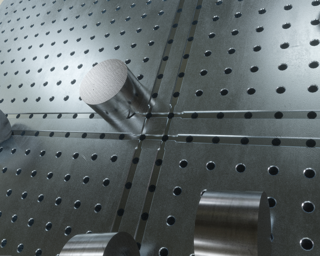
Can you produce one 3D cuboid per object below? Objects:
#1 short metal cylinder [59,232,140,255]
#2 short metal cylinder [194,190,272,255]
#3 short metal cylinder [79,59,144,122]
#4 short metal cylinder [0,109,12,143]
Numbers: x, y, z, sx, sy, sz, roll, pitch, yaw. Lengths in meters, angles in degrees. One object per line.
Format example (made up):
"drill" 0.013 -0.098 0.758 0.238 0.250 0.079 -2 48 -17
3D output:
"short metal cylinder" -0.059 0.148 0.312 0.050 0.080 0.080 -11 57 22
"short metal cylinder" 0.068 0.096 0.277 0.050 0.080 0.080 -3 60 26
"short metal cylinder" -0.071 -0.056 0.462 0.080 0.050 0.080 -13 56 21
"short metal cylinder" -0.306 -0.001 0.531 0.050 0.080 0.080 -31 52 8
